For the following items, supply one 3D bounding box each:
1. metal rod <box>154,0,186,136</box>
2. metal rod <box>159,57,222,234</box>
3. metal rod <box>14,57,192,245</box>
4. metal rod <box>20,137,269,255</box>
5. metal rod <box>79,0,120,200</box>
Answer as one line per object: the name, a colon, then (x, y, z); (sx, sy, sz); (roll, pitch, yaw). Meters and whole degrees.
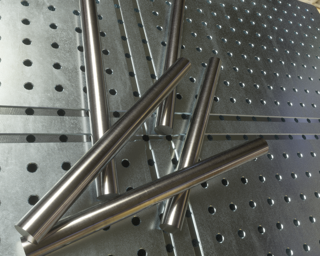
metal rod: (0.020, -0.120, 0.493); (0.025, 0.025, 0.300); (19, 54, -17)
metal rod: (0.052, 0.001, 0.437); (0.025, 0.025, 0.300); (29, 52, -11)
metal rod: (-0.039, -0.001, 0.355); (0.025, 0.025, 0.301); (40, 51, -1)
metal rod: (0.007, 0.066, 0.345); (0.302, 0.025, 0.025); (-18, 72, -27)
metal rod: (-0.082, -0.057, 0.399); (0.025, 0.025, 0.299); (3, 60, -27)
